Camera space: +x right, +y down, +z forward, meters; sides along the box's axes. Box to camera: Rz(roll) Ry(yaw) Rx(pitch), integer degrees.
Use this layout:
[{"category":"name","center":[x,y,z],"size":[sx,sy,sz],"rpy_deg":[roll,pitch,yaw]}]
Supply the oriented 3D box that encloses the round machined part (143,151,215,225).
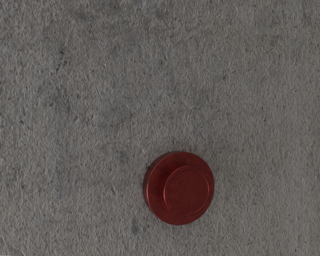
[{"category":"round machined part","center":[0.030,0.080,0.411],"size":[0.099,0.042,0.097],"rpy_deg":[0,90,-20]}]
